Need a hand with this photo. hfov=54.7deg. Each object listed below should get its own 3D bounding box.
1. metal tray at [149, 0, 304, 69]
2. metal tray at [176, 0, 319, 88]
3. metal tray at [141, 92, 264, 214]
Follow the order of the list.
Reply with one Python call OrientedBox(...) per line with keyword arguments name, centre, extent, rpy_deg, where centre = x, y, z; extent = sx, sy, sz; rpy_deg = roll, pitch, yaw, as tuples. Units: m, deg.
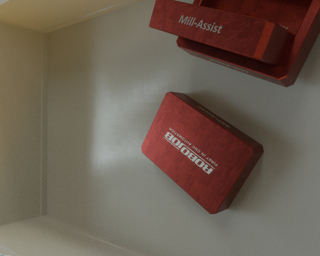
OrientedBox(name="metal tray", centre=(0.065, -0.094, 0.310), extent=(0.130, 0.091, 0.030), rpy_deg=(29, 110, 36))
OrientedBox(name="metal tray", centre=(0.090, -0.106, 0.317), extent=(0.130, 0.030, 0.090), rpy_deg=(29, 99, 34))
OrientedBox(name="metal tray", centre=(0.043, 0.025, 0.368), extent=(0.130, 0.030, 0.089), rpy_deg=(39, 114, 33))
